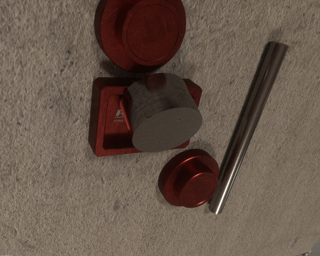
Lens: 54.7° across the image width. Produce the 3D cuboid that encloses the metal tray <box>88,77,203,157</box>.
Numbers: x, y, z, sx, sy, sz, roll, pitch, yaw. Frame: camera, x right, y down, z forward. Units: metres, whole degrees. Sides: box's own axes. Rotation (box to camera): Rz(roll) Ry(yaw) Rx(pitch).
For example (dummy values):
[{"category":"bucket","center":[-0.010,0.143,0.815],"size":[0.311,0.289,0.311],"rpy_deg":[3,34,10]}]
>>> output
[{"category":"metal tray","center":[-0.018,-0.015,0.385],"size":[0.131,0.030,0.089],"rpy_deg":[-4,120,-27]}]

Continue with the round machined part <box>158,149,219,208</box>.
[{"category":"round machined part","center":[0.051,0.084,0.478],"size":[0.099,0.042,0.097],"rpy_deg":[-14,125,-21]}]

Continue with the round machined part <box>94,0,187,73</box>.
[{"category":"round machined part","center":[-0.015,-0.104,0.325],"size":[0.099,0.042,0.097],"rpy_deg":[-14,125,-21]}]

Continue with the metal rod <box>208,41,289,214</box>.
[{"category":"metal rod","center":[0.132,0.014,0.490],"size":[0.025,0.025,0.298],"rpy_deg":[0,119,-29]}]

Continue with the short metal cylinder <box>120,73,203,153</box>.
[{"category":"short metal cylinder","center":[0.001,-0.015,0.348],"size":[0.081,0.050,0.080],"rpy_deg":[-16,147,-10]}]
